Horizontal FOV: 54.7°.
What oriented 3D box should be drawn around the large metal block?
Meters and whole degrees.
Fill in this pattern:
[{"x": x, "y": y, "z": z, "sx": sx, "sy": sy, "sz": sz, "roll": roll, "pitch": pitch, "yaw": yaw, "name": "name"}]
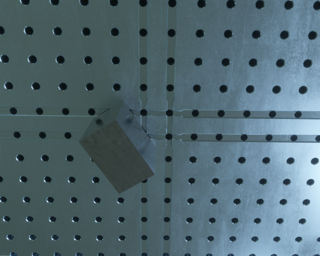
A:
[{"x": -0.048, "y": 0.021, "z": 0.391, "sx": 0.050, "sy": 0.080, "sz": 0.080, "roll": -30, "pitch": 108, "yaw": 10, "name": "large metal block"}]
